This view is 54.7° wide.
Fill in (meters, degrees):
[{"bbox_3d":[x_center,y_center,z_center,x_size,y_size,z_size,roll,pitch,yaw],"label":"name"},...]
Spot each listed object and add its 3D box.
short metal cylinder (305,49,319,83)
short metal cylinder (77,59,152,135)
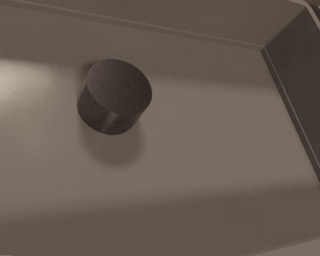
[{"bbox_3d":[0.371,-0.138,0.681,0.081,0.050,0.080,14,56,-21],"label":"short metal cylinder"},{"bbox_3d":[-0.057,-0.038,0.383,0.081,0.050,0.080,14,56,-21],"label":"short metal cylinder"}]
